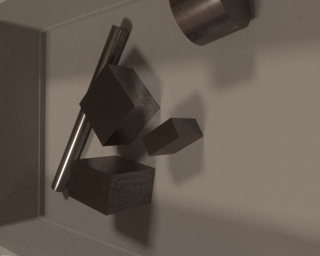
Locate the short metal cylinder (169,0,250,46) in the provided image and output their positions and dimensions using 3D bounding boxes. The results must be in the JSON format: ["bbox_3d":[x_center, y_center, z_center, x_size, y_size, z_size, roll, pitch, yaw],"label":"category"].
[{"bbox_3d":[0.053,-0.134,0.326,0.050,0.081,0.080,-15,81,39],"label":"short metal cylinder"}]

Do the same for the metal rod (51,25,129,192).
[{"bbox_3d":[-0.119,-0.019,0.502,0.025,0.025,0.298,39,114,32],"label":"metal rod"}]

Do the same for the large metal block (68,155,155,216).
[{"bbox_3d":[-0.066,0.073,0.423,0.080,0.081,0.050,12,98,39],"label":"large metal block"}]

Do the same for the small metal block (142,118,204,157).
[{"bbox_3d":[0.016,0.011,0.376,0.050,0.050,0.025,-35,69,34],"label":"small metal block"}]

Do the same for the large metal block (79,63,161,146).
[{"bbox_3d":[-0.059,-0.031,0.437,0.080,0.050,0.080,-48,62,29],"label":"large metal block"}]
